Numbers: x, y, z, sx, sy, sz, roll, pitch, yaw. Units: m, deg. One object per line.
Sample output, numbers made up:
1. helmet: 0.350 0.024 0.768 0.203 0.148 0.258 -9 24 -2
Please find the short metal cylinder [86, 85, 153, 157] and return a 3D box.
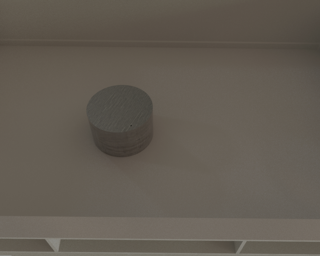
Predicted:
1. short metal cylinder: -0.049 -0.010 0.396 0.081 0.050 0.080 0 50 0
